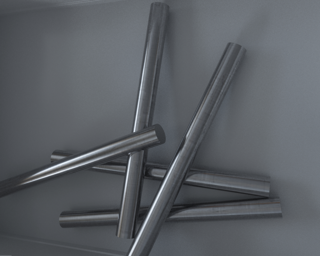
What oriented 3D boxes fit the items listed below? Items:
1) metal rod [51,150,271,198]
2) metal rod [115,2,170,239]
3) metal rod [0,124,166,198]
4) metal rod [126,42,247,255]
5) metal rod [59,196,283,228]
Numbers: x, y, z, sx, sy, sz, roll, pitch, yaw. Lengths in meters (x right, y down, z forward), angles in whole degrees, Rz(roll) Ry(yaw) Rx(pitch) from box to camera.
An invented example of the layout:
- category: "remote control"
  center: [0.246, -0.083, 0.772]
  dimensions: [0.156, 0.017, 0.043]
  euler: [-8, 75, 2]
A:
- category: "metal rod"
  center: [-0.013, 0.057, 0.412]
  dimensions: [0.301, 0.025, 0.025]
  euler: [5, 92, 19]
- category: "metal rod"
  center: [-0.021, -0.013, 0.397]
  dimensions: [0.025, 0.025, 0.298]
  euler: [7, 86, 19]
- category: "metal rod"
  center: [-0.129, 0.053, 0.426]
  dimensions: [0.300, 0.025, 0.025]
  euler: [-20, 84, 24]
- category: "metal rod"
  center: [0.029, 0.037, 0.377]
  dimensions: [0.025, 0.025, 0.299]
  euler: [26, 90, 18]
- category: "metal rod"
  center: [0.000, 0.113, 0.408]
  dimensions: [0.301, 0.025, 0.025]
  euler: [-9, 87, 19]
